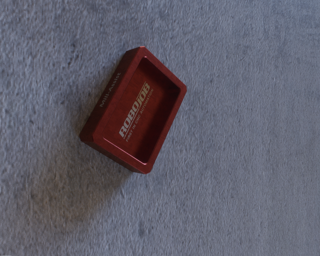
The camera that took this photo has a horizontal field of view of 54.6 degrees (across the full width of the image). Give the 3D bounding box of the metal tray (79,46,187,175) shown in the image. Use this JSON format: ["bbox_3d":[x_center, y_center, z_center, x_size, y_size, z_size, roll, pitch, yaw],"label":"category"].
[{"bbox_3d":[-0.027,-0.021,0.377,0.090,0.030,0.130,38,67,-33],"label":"metal tray"}]
